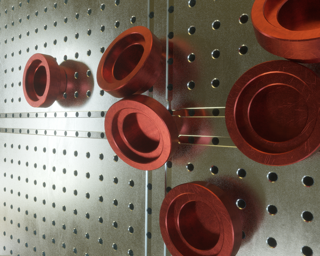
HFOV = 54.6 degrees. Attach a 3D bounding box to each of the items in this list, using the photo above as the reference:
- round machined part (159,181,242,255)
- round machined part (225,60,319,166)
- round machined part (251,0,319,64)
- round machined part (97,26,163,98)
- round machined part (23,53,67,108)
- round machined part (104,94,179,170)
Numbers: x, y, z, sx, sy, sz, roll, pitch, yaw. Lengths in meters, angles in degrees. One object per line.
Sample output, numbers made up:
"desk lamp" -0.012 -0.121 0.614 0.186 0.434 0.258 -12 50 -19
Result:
"round machined part" 0.050 0.110 0.358 0.098 0.042 0.097 0 90 40
"round machined part" 0.117 -0.014 0.301 0.098 0.042 0.097 1 92 40
"round machined part" 0.133 -0.095 0.269 0.098 0.042 0.098 -15 50 19
"round machined part" -0.035 -0.083 0.414 0.098 0.042 0.098 -21 54 32
"round machined part" -0.210 -0.086 0.574 0.098 0.042 0.097 0 90 40
"round machined part" -0.020 0.002 0.400 0.098 0.042 0.097 14 120 25
